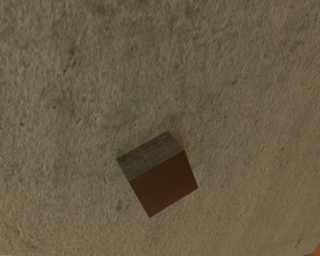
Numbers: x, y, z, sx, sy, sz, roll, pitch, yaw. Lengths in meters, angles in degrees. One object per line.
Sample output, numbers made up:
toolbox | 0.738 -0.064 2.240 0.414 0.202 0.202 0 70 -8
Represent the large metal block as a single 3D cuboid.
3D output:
large metal block | -0.002 0.064 0.428 0.080 0.050 0.080 -29 128 -10
